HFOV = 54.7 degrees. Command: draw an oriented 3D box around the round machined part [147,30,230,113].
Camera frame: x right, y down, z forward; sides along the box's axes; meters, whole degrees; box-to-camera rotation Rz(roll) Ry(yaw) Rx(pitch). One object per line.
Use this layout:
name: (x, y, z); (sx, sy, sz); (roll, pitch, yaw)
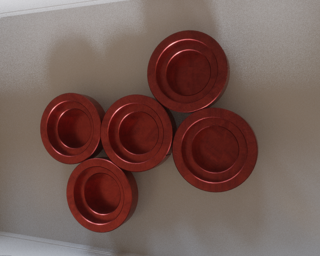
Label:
round machined part: (0.037, -0.067, 0.386); (0.098, 0.042, 0.097); (0, 90, 20)

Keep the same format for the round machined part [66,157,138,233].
round machined part: (-0.074, 0.088, 0.424); (0.098, 0.042, 0.097); (0, 90, 20)

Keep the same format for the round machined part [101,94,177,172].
round machined part: (-0.024, 0.007, 0.406); (0.098, 0.042, 0.097); (0, 90, 20)

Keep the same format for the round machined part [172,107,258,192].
round machined part: (0.068, 0.025, 0.375); (0.098, 0.042, 0.097); (0, 90, 20)

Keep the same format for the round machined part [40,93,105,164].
round machined part: (-0.116, 0.001, 0.440); (0.098, 0.042, 0.097); (0, 90, 20)
